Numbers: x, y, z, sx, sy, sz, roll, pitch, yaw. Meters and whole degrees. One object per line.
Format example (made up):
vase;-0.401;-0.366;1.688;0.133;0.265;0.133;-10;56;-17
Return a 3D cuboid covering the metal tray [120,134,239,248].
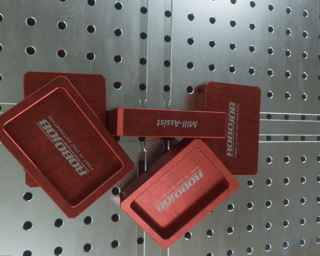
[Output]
metal tray;0.024;0.081;0.400;0.130;0.030;0.090;-41;105;2

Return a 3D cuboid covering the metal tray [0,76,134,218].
metal tray;-0.103;0.021;0.339;0.090;0.030;0.130;-40;103;-16

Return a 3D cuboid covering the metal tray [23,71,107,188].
metal tray;-0.112;0.001;0.369;0.091;0.030;0.129;-1;91;-20

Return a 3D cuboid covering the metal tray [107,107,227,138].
metal tray;0.004;-0.005;0.379;0.131;0.090;0.030;2;90;-20

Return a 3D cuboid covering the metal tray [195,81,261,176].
metal tray;0.097;0.002;0.446;0.091;0.030;0.129;3;89;-21
